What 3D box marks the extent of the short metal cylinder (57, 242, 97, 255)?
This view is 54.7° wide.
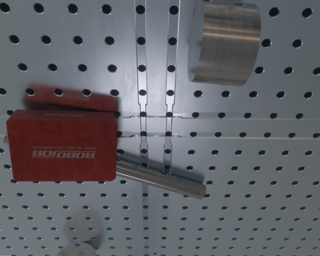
[{"bbox_3d":[-0.162,0.274,0.607,0.081,0.080,0.050,0,130,0],"label":"short metal cylinder"}]

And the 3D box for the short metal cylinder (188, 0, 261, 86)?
[{"bbox_3d":[0.059,-0.083,0.306,0.050,0.080,0.079,5,130,-4],"label":"short metal cylinder"}]

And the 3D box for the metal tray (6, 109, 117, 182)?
[{"bbox_3d":[-0.123,0.024,0.405,0.131,0.030,0.089,1,115,-9],"label":"metal tray"}]

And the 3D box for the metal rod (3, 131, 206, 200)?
[{"bbox_3d":[-0.069,0.056,0.458,0.302,0.025,0.025,19,128,-16],"label":"metal rod"}]
